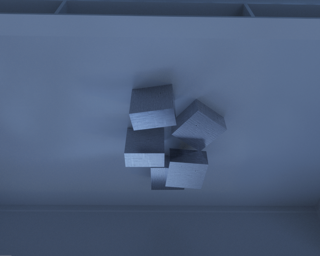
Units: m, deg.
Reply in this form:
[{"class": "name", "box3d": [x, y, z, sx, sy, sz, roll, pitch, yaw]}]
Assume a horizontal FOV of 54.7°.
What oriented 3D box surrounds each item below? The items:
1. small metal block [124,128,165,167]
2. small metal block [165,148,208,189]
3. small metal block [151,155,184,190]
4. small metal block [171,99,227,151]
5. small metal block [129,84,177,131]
[{"class": "small metal block", "box3d": [-0.020, 0.025, 0.414, 0.050, 0.050, 0.025, 0, 130, 0]}, {"class": "small metal block", "box3d": [0.035, 0.056, 0.424, 0.050, 0.025, 0.050, 5, 130, -4]}, {"class": "small metal block", "box3d": [0.012, 0.068, 0.467, 0.050, 0.025, 0.050, 0, 130, 0]}, {"class": "small metal block", "box3d": [0.050, -0.003, 0.407, 0.050, 0.025, 0.050, 31, 123, -24]}, {"class": "small metal block", "box3d": [-0.008, -0.026, 0.371, 0.050, 0.050, 0.025, -7, 130, 6]}]
